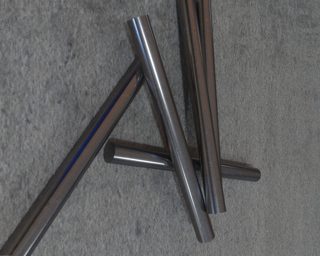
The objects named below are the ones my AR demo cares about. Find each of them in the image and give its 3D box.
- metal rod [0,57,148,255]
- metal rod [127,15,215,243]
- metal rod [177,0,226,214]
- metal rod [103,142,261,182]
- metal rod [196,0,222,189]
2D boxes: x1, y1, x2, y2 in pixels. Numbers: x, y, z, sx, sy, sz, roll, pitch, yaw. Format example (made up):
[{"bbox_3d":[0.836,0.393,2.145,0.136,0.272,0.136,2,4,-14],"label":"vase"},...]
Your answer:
[{"bbox_3d":[-0.083,0.029,0.336,0.025,0.025,0.300,45,63,-31],"label":"metal rod"},{"bbox_3d":[0.019,0.013,0.388,0.025,0.025,0.298,-29,109,-36],"label":"metal rod"},{"bbox_3d":[0.055,-0.038,0.420,0.025,0.025,0.298,-2,81,-40],"label":"metal rod"},{"bbox_3d":[0.055,0.056,0.453,0.302,0.025,0.025,14,81,-39],"label":"metal rod"},{"bbox_3d":[0.068,-0.061,0.445,0.025,0.025,0.298,2,83,-40],"label":"metal rod"}]
